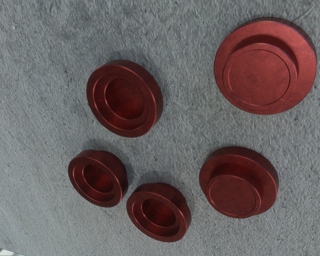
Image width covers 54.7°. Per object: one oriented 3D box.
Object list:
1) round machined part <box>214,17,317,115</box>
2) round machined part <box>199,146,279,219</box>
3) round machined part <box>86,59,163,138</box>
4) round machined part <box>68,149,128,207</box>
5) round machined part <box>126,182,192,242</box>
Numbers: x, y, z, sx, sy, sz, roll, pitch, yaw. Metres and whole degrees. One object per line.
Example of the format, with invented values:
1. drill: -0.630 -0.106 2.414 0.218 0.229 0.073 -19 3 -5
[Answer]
1. round machined part: 0.101 -0.056 0.308 0.098 0.042 0.097 13 124 21
2. round machined part: 0.096 0.075 0.392 0.098 0.042 0.097 13 124 21
3. round machined part: -0.040 -0.040 0.392 0.098 0.042 0.097 13 124 21
4. round machined part: -0.093 0.075 0.491 0.098 0.042 0.097 13 124 21
5. round machined part: 0.002 0.122 0.470 0.098 0.042 0.097 13 124 21
